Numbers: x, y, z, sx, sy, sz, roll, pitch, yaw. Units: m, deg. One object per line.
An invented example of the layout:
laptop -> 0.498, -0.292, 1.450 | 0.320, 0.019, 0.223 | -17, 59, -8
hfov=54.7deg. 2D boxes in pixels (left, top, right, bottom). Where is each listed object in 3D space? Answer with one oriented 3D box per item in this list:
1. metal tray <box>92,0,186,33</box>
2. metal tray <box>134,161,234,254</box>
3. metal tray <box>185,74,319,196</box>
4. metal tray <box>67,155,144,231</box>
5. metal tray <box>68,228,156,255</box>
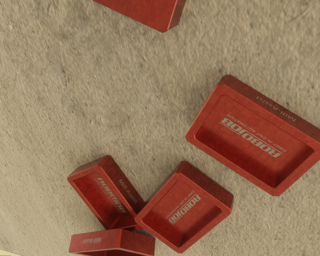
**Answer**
metal tray -> -0.032, -0.166, 0.316 | 0.130, 0.030, 0.089 | 28, 128, 10
metal tray -> 0.032, 0.118, 0.448 | 0.090, 0.030, 0.129 | 36, 124, 0
metal tray -> 0.105, 0.010, 0.353 | 0.130, 0.030, 0.089 | 33, 129, 6
metal tray -> -0.084, 0.115, 0.516 | 0.090, 0.030, 0.130 | -24, 106, 36
metal tray -> -0.084, 0.207, 0.544 | 0.130, 0.030, 0.090 | -21, 142, 35
